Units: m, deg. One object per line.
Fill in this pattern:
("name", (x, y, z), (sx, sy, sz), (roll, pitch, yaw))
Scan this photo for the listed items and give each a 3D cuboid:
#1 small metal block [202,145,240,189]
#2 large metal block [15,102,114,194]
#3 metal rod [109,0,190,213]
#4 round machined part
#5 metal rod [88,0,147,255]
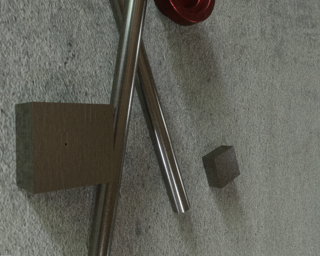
("small metal block", (0.097, 0.060, 0.489), (0.050, 0.025, 0.050), (-26, 106, -37))
("large metal block", (-0.094, 0.016, 0.311), (0.081, 0.050, 0.079), (-1, 91, -40))
("metal rod", (-0.011, -0.027, 0.397), (0.025, 0.025, 0.298), (-27, 107, -37))
("round machined part", (0.027, -0.187, 0.418), (0.099, 0.042, 0.097), (0, 90, -40))
("metal rod", (-0.047, -0.005, 0.348), (0.025, 0.025, 0.298), (8, 90, -40))
